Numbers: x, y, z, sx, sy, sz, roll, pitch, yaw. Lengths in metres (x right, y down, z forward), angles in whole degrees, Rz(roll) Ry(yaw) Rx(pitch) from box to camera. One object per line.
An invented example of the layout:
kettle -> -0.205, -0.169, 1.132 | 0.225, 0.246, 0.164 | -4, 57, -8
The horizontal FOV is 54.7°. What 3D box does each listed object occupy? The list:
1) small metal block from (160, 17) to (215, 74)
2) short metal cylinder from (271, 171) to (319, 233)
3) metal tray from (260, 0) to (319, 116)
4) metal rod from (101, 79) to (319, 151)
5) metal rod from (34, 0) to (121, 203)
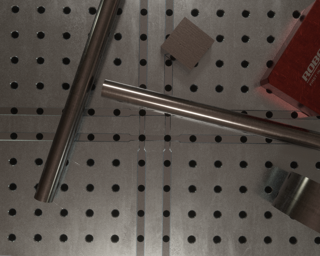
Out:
small metal block -> 0.036, -0.110, 0.414 | 0.050, 0.025, 0.050 | 39, 90, -1
short metal cylinder -> 0.190, 0.095, 0.389 | 0.080, 0.080, 0.050 | 28, 90, -1
metal tray -> 0.209, -0.092, 0.414 | 0.090, 0.030, 0.130 | 32, 90, -1
metal rod -> 0.072, -0.017, 0.414 | 0.302, 0.025, 0.025 | 14, 90, -1
metal rod -> -0.107, -0.047, 0.411 | 0.025, 0.025, 0.298 | 19, 90, -1
